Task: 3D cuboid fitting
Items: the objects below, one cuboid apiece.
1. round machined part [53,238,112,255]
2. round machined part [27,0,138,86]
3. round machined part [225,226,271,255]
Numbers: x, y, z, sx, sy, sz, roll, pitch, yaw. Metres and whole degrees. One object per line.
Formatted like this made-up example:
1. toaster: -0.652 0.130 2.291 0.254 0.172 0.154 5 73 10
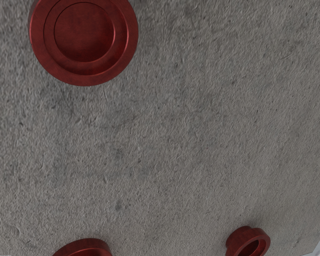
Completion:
1. round machined part: -0.117 0.218 0.467 0.099 0.042 0.097 -14 124 -21
2. round machined part: -0.074 -0.093 0.298 0.099 0.042 0.097 -14 124 -21
3. round machined part: 0.176 0.243 0.642 0.099 0.042 0.097 -14 124 -21
